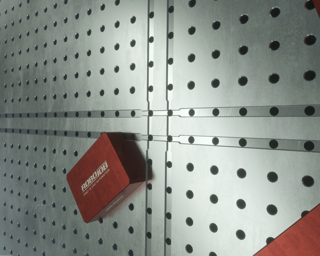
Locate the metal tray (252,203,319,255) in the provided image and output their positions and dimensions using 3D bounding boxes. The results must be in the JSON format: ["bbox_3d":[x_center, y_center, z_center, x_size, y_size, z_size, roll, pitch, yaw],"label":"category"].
[{"bbox_3d":[0.148,0.131,0.284,0.090,0.030,0.129,52,120,27],"label":"metal tray"}]

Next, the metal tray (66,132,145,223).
[{"bbox_3d":[-0.089,0.077,0.482,0.129,0.030,0.090,-45,63,31],"label":"metal tray"}]

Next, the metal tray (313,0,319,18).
[{"bbox_3d":[0.195,-0.122,0.245,0.130,0.030,0.090,-24,75,37],"label":"metal tray"}]
